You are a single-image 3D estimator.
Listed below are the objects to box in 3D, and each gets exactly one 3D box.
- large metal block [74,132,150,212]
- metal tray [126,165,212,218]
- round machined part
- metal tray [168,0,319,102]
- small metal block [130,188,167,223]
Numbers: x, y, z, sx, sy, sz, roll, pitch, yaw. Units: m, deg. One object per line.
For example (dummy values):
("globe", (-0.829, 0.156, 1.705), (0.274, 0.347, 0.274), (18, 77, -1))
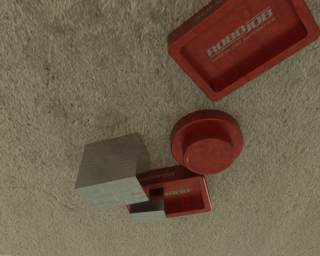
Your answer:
("large metal block", (-0.060, 0.059, 0.420), (0.080, 0.080, 0.050), (-13, 129, 10))
("metal tray", (0.010, 0.105, 0.493), (0.131, 0.030, 0.090), (-11, 130, 9))
("round machined part", (0.064, 0.026, 0.419), (0.099, 0.042, 0.097), (-1, 130, 0))
("metal tray", (0.084, -0.095, 0.324), (0.130, 0.030, 0.090), (-33, 123, 24))
("small metal block", (-0.017, 0.114, 0.470), (0.050, 0.050, 0.025), (-7, 130, 5))
